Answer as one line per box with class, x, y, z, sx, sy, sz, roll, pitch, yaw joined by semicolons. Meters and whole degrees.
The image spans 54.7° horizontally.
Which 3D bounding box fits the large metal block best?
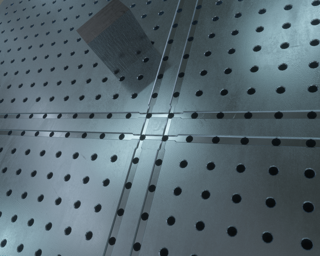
large metal block;-0.070;-0.143;0.496;0.080;0.080;0.050;-40;51;1
